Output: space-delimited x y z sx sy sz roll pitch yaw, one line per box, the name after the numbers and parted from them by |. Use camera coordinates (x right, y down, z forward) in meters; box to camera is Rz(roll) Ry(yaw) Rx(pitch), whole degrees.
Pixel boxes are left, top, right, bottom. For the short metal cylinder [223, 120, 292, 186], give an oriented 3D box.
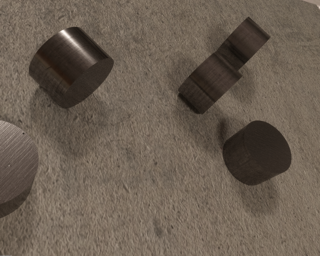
0.138 0.036 0.442 0.081 0.050 0.080 14 56 -21 | short metal cylinder

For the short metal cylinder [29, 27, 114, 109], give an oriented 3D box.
-0.100 -0.068 0.357 0.050 0.080 0.080 45 51 2 | short metal cylinder

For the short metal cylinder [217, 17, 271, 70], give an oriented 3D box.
0.143 -0.144 0.536 0.050 0.080 0.080 44 51 1 | short metal cylinder

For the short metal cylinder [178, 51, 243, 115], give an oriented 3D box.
0.072 -0.065 0.449 0.050 0.080 0.080 46 51 3 | short metal cylinder

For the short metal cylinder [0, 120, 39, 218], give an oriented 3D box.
-0.156 0.039 0.281 0.081 0.050 0.080 14 56 -21 | short metal cylinder
